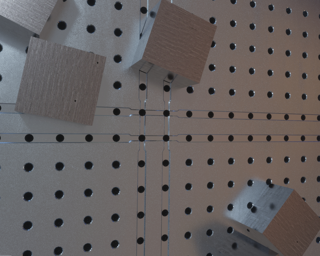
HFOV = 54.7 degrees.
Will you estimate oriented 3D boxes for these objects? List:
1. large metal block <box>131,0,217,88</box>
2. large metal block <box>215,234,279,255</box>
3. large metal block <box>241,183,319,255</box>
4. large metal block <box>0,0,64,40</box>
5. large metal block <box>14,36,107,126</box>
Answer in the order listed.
[{"bbox_3d":[0.018,-0.107,0.407,0.081,0.050,0.080,20,83,-19],"label":"large metal block"},{"bbox_3d":[0.129,0.208,0.433,0.050,0.080,0.080,-19,97,-19],"label":"large metal block"},{"bbox_3d":[0.186,0.144,0.470,0.080,0.050,0.080,46,76,-15],"label":"large metal block"},{"bbox_3d":[-0.154,-0.151,0.342,0.080,0.050,0.080,26,81,-19],"label":"large metal block"},{"bbox_3d":[-0.114,-0.049,0.358,0.081,0.050,0.080,12,86,-20],"label":"large metal block"}]
